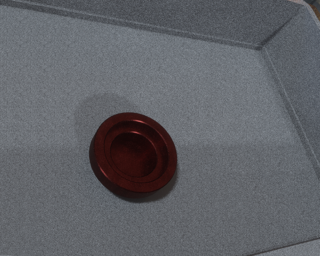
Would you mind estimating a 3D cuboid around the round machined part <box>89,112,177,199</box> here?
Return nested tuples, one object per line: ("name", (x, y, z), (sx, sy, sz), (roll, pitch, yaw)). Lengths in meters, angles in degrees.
("round machined part", (-0.033, 0.034, 0.357), (0.099, 0.042, 0.098), (14, 56, -21))
